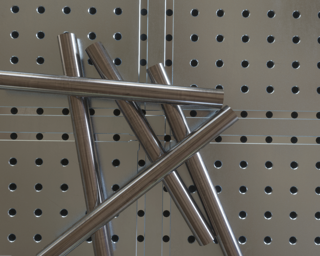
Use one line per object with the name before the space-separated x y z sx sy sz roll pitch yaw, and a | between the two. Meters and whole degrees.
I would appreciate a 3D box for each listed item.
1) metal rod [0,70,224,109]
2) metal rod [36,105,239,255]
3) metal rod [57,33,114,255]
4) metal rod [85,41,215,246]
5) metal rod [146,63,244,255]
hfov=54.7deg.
metal rod | -0.073 -0.049 0.388 0.302 0.025 0.025 5 90 -1
metal rod | -0.028 0.073 0.388 0.300 0.025 0.025 -38 90 -1
metal rod | -0.099 0.025 0.411 0.025 0.025 0.298 -10 90 0
metal rod | -0.013 0.021 0.413 0.025 0.025 0.299 -30 90 0
metal rod | 0.051 0.056 0.414 0.025 0.025 0.299 -23 90 0
